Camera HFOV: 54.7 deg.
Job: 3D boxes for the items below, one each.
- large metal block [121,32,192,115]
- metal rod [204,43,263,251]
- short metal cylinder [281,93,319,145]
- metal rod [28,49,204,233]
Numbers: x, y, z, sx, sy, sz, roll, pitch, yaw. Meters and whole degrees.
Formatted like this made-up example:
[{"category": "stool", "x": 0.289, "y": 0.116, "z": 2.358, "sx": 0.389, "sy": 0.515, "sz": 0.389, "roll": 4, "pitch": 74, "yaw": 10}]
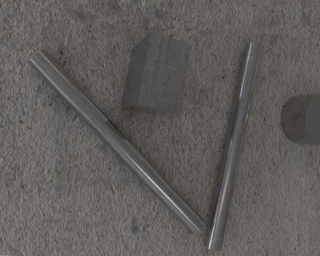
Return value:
[{"category": "large metal block", "x": -0.007, "y": -0.060, "z": 0.377, "sx": 0.050, "sy": 0.080, "sz": 0.080, "roll": 11, "pitch": 87, "yaw": -20}, {"category": "metal rod", "x": 0.107, "y": 0.024, "z": 0.448, "sx": 0.025, "sy": 0.025, "sz": 0.298, "roll": 14, "pitch": 85, "yaw": -20}, {"category": "short metal cylinder", "x": 0.239, "y": -0.013, "z": 0.484, "sx": 0.081, "sy": 0.050, "sz": 0.079, "roll": 0, "pitch": 90, "yaw": -20}, {"category": "metal rod", "x": -0.045, "y": 0.026, "z": 0.392, "sx": 0.025, "sy": 0.025, "sz": 0.300, "roll": -45, "pitch": 104, "yaw": -14}]
